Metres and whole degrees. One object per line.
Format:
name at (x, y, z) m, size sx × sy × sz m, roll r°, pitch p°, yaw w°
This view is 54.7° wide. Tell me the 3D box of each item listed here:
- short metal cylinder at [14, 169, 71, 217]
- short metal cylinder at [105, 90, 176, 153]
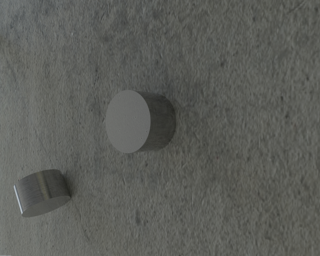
short metal cylinder at (-0.202, 0.112, 0.532) m, size 0.080 × 0.081 × 0.050 m, roll -40°, pitch 66°, yaw 32°
short metal cylinder at (-0.026, -0.008, 0.408) m, size 0.080 × 0.050 × 0.079 m, roll 0°, pitch 90°, yaw 39°
